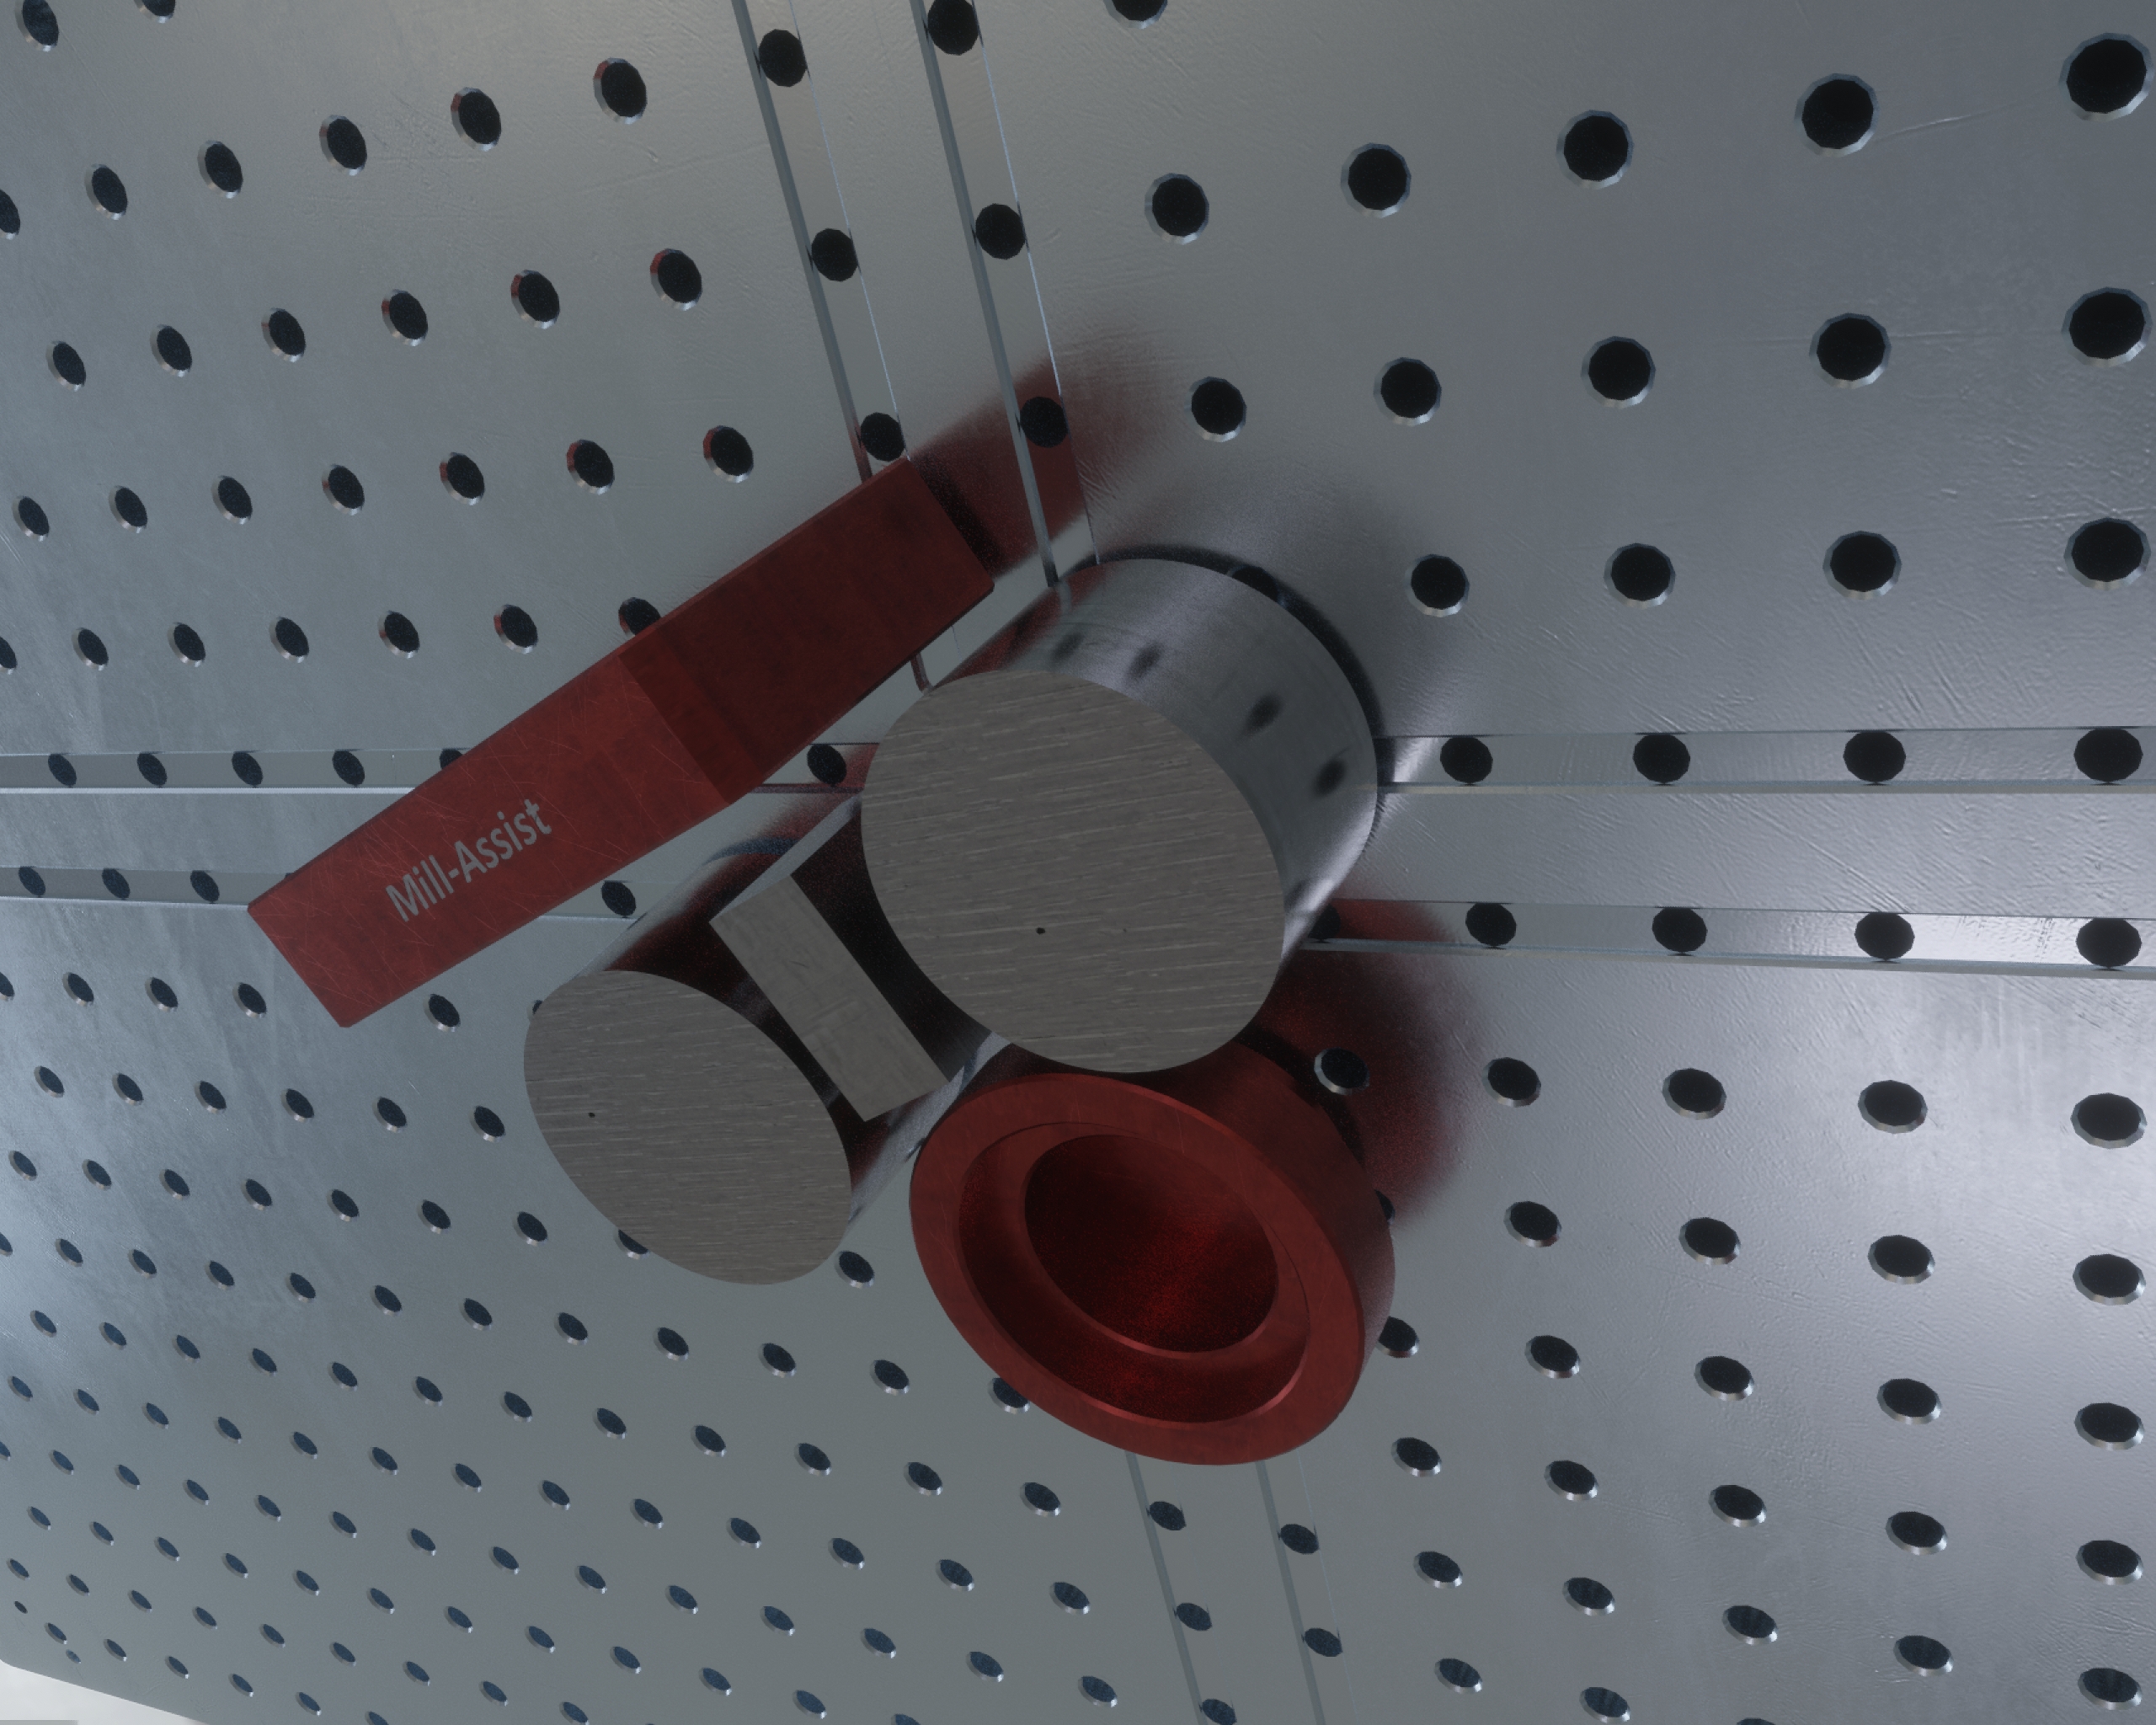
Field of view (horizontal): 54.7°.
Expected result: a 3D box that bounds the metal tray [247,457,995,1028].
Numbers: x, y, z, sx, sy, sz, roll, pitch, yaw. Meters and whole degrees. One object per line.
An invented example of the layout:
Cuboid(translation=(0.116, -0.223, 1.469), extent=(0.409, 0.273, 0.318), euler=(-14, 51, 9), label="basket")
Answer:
Cuboid(translation=(-0.087, -0.022, 0.396), extent=(0.130, 0.090, 0.030), euler=(-26, 104, 37), label="metal tray")

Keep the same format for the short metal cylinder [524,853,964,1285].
Cuboid(translation=(-0.072, 0.045, 0.456), extent=(0.080, 0.050, 0.079), euler=(13, 124, 21), label="short metal cylinder")

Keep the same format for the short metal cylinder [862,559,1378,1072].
Cuboid(translation=(0.008, -0.009, 0.380), extent=(0.080, 0.050, 0.079), euler=(13, 124, 21), label="short metal cylinder")

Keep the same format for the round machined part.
Cuboid(translation=(0.019, 0.073, 0.430), extent=(0.098, 0.042, 0.097), euler=(13, 124, 21), label="round machined part")

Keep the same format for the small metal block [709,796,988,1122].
Cuboid(translation=(-0.037, 0.015, 0.418), extent=(0.025, 0.050, 0.050), euler=(-28, 103, 37), label="small metal block")
